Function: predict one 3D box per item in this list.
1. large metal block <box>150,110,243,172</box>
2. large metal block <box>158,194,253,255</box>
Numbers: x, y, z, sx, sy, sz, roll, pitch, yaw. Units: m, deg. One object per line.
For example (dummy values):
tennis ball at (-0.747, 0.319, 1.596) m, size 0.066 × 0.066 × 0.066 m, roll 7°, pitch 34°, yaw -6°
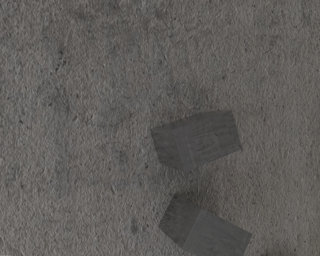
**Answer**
large metal block at (0.043, 0.014, 0.395) m, size 0.081 × 0.080 × 0.050 m, roll -19°, pitch 97°, yaw -19°
large metal block at (0.055, 0.132, 0.400) m, size 0.080 × 0.080 × 0.050 m, roll 30°, pitch 80°, yaw -18°
